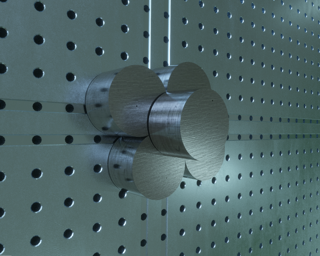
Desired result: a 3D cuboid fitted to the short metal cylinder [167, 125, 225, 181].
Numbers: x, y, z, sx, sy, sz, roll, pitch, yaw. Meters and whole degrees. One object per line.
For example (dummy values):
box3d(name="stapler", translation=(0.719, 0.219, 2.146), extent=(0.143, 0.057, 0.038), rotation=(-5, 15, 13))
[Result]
box3d(name="short metal cylinder", translation=(0.045, 0.030, 0.432), extent=(0.081, 0.050, 0.079), rotation=(0, 90, -40))

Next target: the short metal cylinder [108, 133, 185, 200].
box3d(name="short metal cylinder", translation=(-0.016, 0.044, 0.381), extent=(0.081, 0.050, 0.079), rotation=(0, 90, -40))

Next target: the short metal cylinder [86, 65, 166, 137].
box3d(name="short metal cylinder", translation=(-0.038, -0.030, 0.361), extent=(0.081, 0.050, 0.079), rotation=(0, 90, -40))

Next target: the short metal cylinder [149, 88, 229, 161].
box3d(name="short metal cylinder", translation=(0.034, -0.004, 0.356), extent=(0.081, 0.050, 0.079), rotation=(-2, 93, -41))

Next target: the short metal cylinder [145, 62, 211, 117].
box3d(name="short metal cylinder", translation=(0.023, -0.044, 0.413), extent=(0.081, 0.050, 0.079), rotation=(0, 90, -40))
